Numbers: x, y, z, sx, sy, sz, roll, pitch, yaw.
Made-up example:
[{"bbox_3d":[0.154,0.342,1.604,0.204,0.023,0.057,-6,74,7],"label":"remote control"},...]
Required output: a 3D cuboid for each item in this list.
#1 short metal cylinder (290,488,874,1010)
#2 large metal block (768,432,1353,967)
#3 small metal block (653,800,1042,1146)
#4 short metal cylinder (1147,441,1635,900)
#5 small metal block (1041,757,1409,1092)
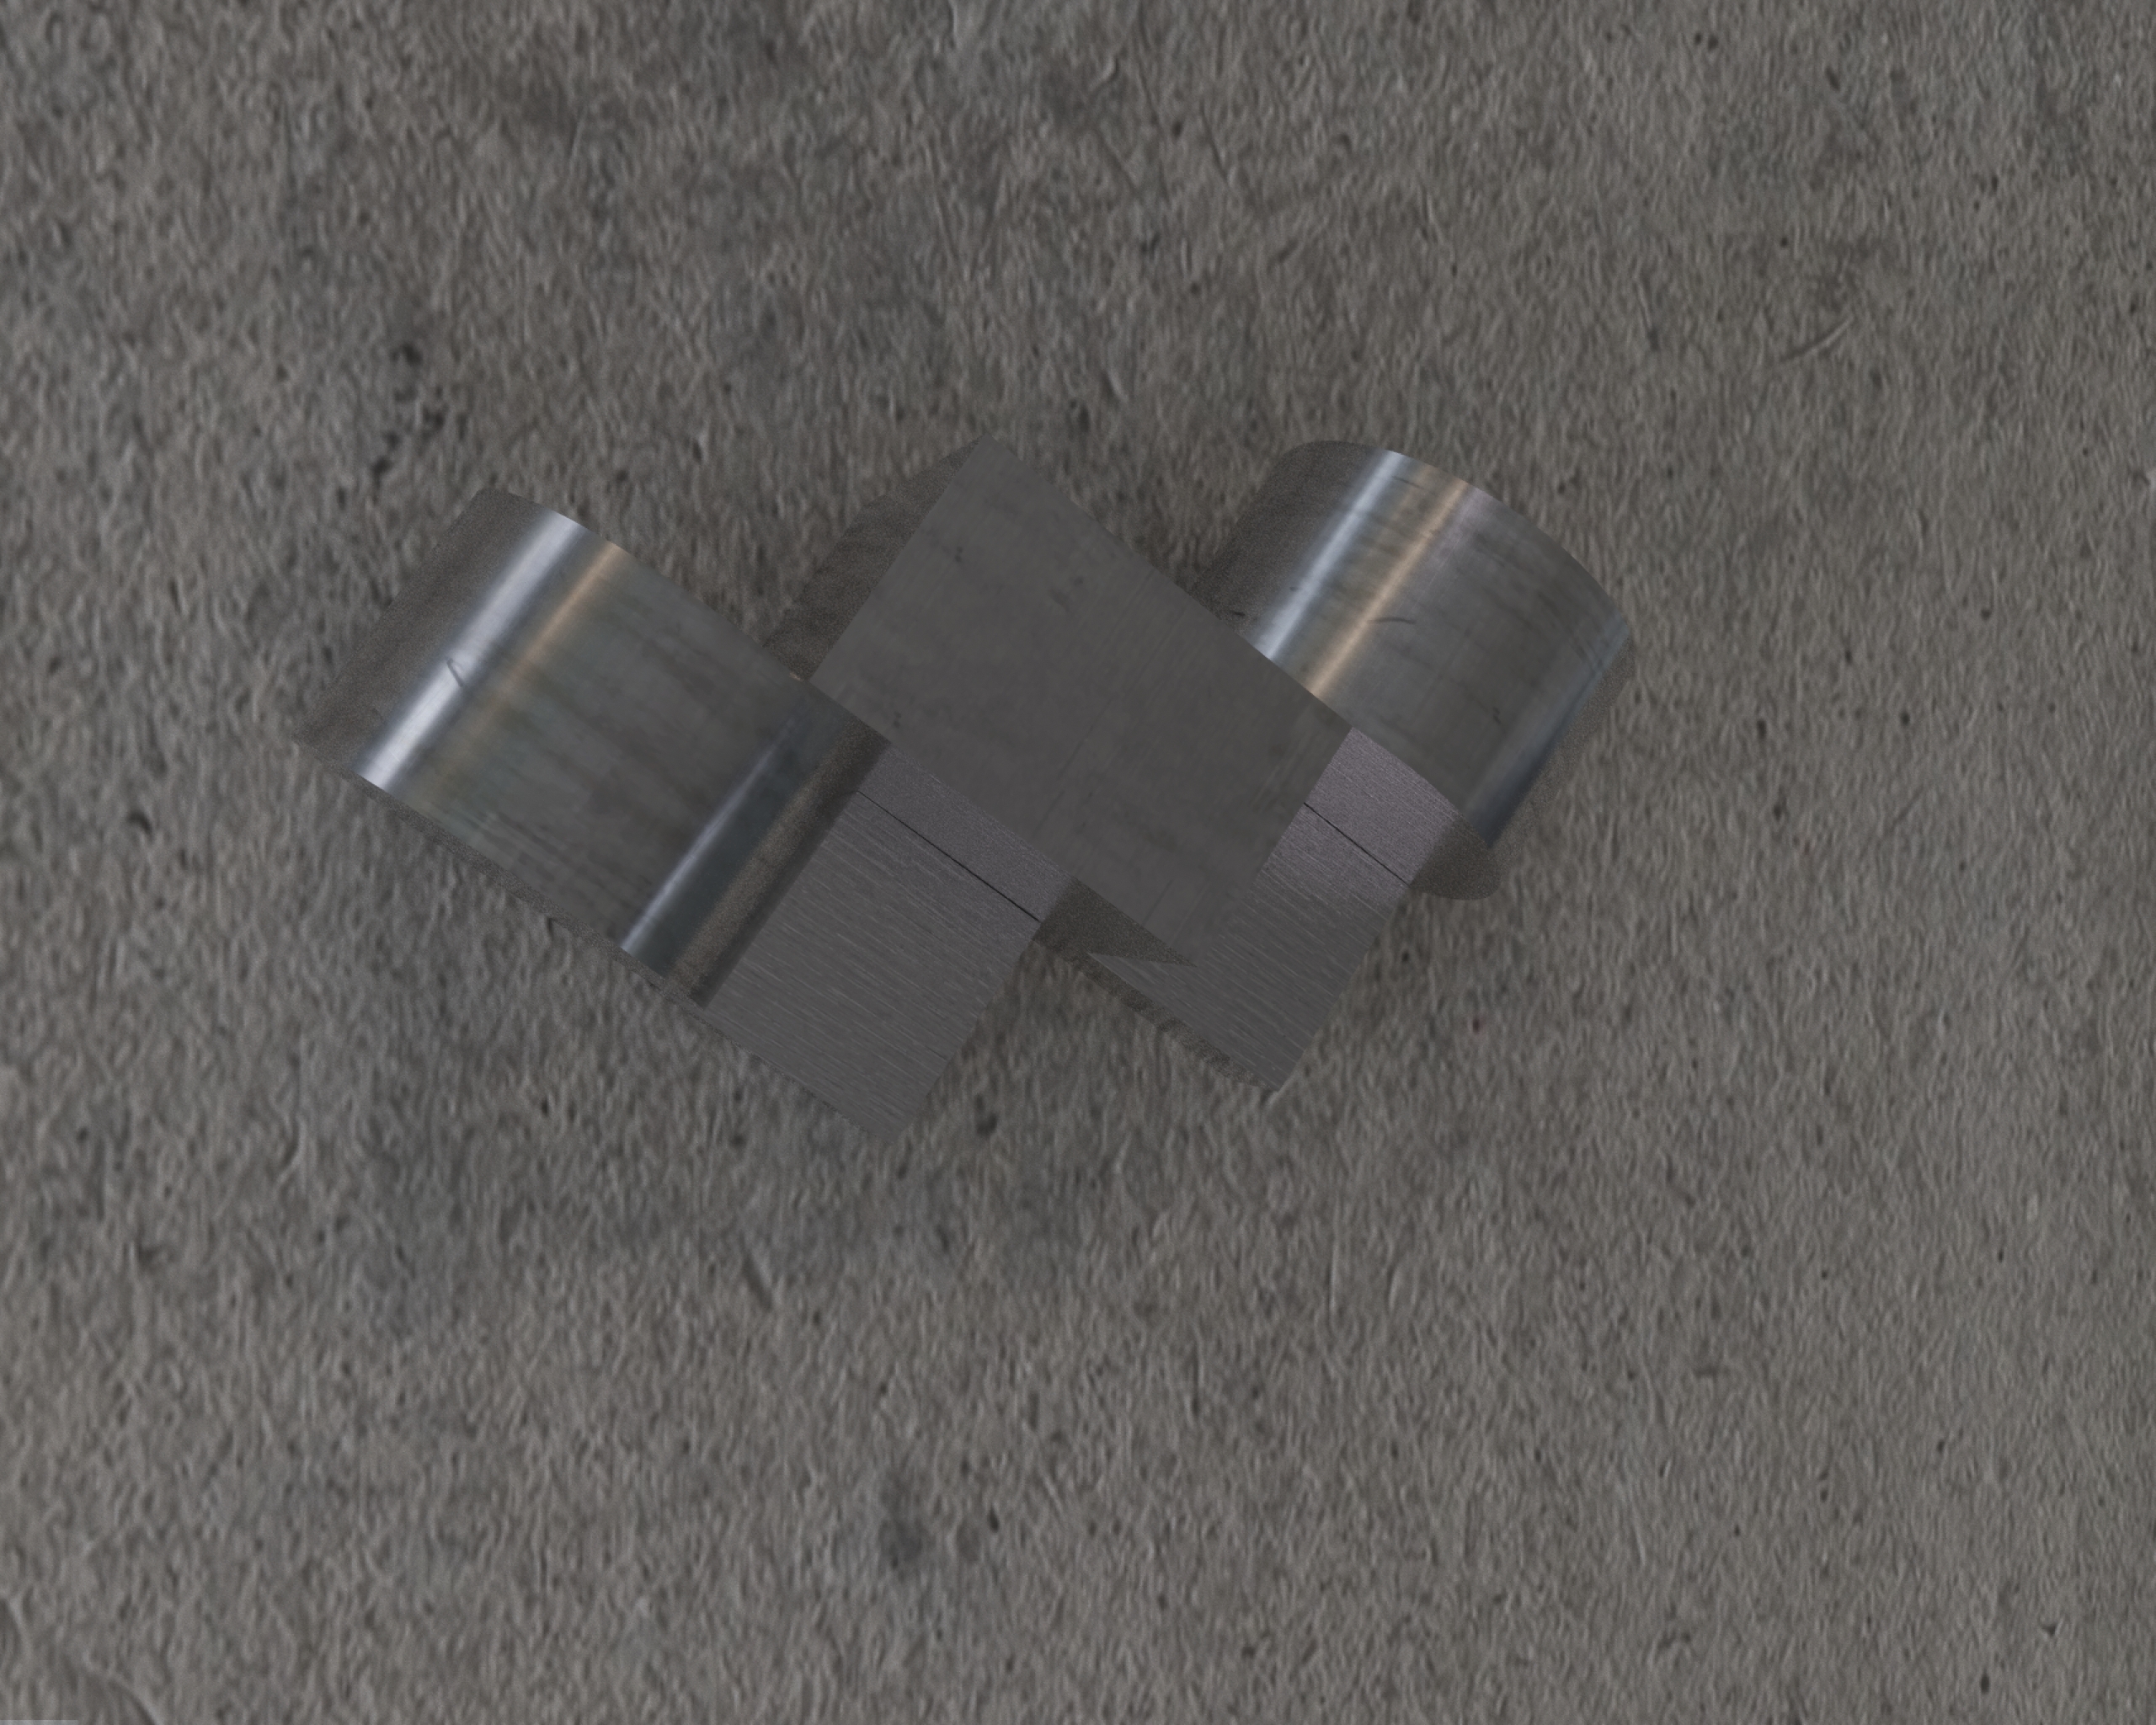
[{"bbox_3d":[-0.082,-0.018,0.351,0.080,0.080,0.050,37,78,-17],"label":"short metal cylinder"},{"bbox_3d":[-0.011,-0.026,0.378,0.080,0.080,0.050,37,78,-17],"label":"large metal block"},{"bbox_3d":[-0.044,0.018,0.395,0.050,0.025,0.050,37,78,-17],"label":"small metal block"},{"bbox_3d":[0.059,-0.036,0.403,0.080,0.080,0.050,37,78,-17],"label":"short metal cylinder"},{"bbox_3d":[0.030,0.011,0.422,0.050,0.025,0.050,37,78,-17],"label":"small metal block"}]
